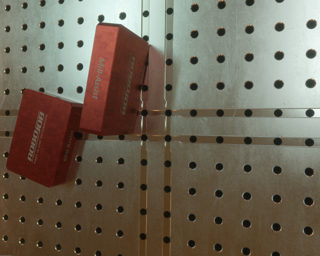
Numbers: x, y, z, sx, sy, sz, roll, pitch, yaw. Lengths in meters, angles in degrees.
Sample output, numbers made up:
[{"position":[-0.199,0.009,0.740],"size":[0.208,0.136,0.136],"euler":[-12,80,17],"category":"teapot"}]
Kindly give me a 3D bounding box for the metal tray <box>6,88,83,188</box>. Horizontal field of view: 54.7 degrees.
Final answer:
[{"position":[-0.176,0.014,0.470],"size":[0.090,0.030,0.129],"euler":[18,96,18],"category":"metal tray"}]

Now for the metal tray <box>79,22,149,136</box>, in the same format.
[{"position":[-0.055,-0.057,0.396],"size":[0.030,0.090,0.129],"euler":[12,94,19],"category":"metal tray"}]
